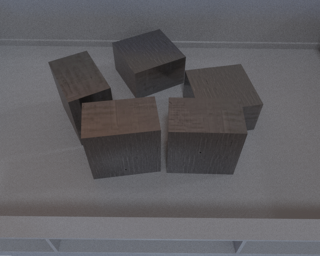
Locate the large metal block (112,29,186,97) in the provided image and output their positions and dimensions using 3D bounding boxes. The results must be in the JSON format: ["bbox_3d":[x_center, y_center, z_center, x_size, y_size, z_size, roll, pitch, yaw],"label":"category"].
[{"bbox_3d":[-0.017,-0.099,0.472,0.081,0.050,0.080,-22,54,-18],"label":"large metal block"}]

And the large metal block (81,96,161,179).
[{"bbox_3d":[-0.042,0.013,0.358,0.081,0.080,0.050,-6,51,-6],"label":"large metal block"}]

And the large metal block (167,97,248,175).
[{"bbox_3d":[0.049,0.011,0.361,0.081,0.080,0.050,1,50,1],"label":"large metal block"}]

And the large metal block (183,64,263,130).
[{"bbox_3d":[0.081,-0.038,0.422,0.081,0.050,0.080,-8,51,-7],"label":"large metal block"}]

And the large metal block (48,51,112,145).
[{"bbox_3d":[-0.098,-0.039,0.401,0.050,0.080,0.080,-22,54,-18],"label":"large metal block"}]
